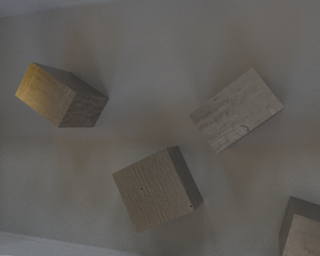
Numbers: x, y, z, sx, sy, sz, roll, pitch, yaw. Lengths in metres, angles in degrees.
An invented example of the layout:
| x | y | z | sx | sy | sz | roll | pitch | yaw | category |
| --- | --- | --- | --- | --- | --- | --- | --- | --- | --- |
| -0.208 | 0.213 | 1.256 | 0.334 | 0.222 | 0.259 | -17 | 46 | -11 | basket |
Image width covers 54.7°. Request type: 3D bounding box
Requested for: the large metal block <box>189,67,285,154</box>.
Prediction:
| x | y | z | sx | sy | sz | roll | pitch | yaw | category |
| --- | --- | --- | --- | --- | --- | --- | --- | --- | --- |
| 0.089 | -0.017 | 0.350 | 0.080 | 0.080 | 0.050 | -38 | 78 | 16 | large metal block |

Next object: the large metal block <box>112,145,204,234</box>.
| x | y | z | sx | sy | sz | roll | pitch | yaw | category |
| --- | --- | --- | --- | --- | --- | --- | --- | --- | --- |
| -0.002 | 0.077 | 0.398 | 0.080 | 0.050 | 0.080 | -27 | 81 | 18 | large metal block |

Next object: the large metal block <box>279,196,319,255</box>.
| x | y | z | sx | sy | sz | roll | pitch | yaw | category |
| --- | --- | --- | --- | --- | --- | --- | --- | --- | --- |
| 0.172 | 0.115 | 0.320 | 0.080 | 0.080 | 0.050 | 15 | 95 | 19 | large metal block |

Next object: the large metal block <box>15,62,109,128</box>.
| x | y | z | sx | sy | sz | roll | pitch | yaw | category |
| --- | --- | --- | --- | --- | --- | --- | --- | --- | --- |
| -0.132 | -0.043 | 0.428 | 0.080 | 0.080 | 0.050 | 34 | 101 | 17 | large metal block |
